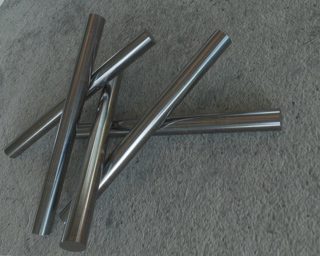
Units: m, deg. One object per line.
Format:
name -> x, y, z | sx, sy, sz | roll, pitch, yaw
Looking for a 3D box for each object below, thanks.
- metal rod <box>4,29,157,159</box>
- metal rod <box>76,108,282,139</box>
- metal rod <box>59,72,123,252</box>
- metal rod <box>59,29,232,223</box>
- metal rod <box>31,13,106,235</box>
metal rod -> -0.129, -0.041, 0.460 | 0.300, 0.025, 0.025 | -35, 51, 19
metal rod -> -0.002, -0.002, 0.406 | 0.300, 0.025, 0.025 | -3, 60, 26
metal rod -> -0.077, 0.006, 0.399 | 0.025, 0.025, 0.300 | -16, 42, 19
metal rod -> -0.021, 0.003, 0.383 | 0.299, 0.025, 0.025 | -49, 51, 5
metal rod -> -0.122, -0.009, 0.418 | 0.025, 0.025, 0.299 | 10, 84, 32
